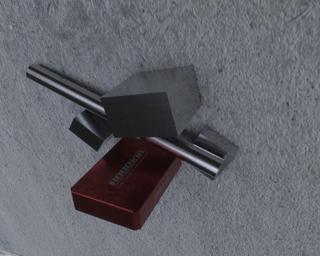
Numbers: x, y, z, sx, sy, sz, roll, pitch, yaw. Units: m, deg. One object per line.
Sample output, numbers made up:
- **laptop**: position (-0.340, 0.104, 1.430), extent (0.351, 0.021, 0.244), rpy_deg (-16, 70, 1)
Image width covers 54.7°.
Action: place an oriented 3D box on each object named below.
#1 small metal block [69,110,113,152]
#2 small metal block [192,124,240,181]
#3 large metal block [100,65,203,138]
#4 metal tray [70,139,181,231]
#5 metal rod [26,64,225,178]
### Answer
- **small metal block**: position (-0.089, -0.002, 0.435), extent (0.050, 0.050, 0.025), rpy_deg (38, 129, 2)
- **small metal block**: position (0.063, 0.031, 0.394), extent (0.050, 0.025, 0.050), rpy_deg (36, 129, 4)
- **large metal block**: position (-0.006, -0.031, 0.354), extent (0.080, 0.080, 0.050), rpy_deg (-2, 118, 29)
- **metal tray**: position (-0.037, 0.062, 0.397), extent (0.090, 0.131, 0.030), rpy_deg (12, 123, 21)
- **metal rod**: position (-0.058, -0.017, 0.409), extent (0.301, 0.025, 0.025), rpy_deg (27, 128, 17)
